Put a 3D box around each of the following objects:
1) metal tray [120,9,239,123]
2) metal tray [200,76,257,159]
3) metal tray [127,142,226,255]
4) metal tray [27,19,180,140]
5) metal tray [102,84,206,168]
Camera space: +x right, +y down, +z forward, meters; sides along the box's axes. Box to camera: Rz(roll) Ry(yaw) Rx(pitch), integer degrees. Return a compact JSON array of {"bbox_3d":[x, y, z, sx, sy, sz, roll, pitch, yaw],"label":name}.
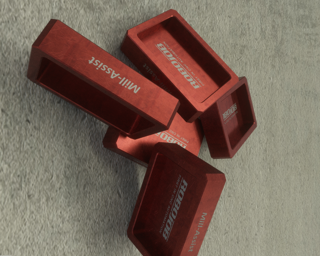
[{"bbox_3d":[0.026,-0.081,0.388,0.130,0.030,0.091,48,56,4],"label":"metal tray"},{"bbox_3d":[0.107,-0.020,0.474,0.131,0.030,0.089,-35,112,-50],"label":"metal tray"},{"bbox_3d":[0.013,0.091,0.352,0.030,0.090,0.129,7,106,-40],"label":"metal tray"},{"bbox_3d":[-0.057,-0.037,0.297,0.130,0.090,0.030,32,69,-18],"label":"metal tray"},{"bbox_3d":[-0.001,0.008,0.404,0.130,0.030,0.090,32,70,-36],"label":"metal tray"}]
